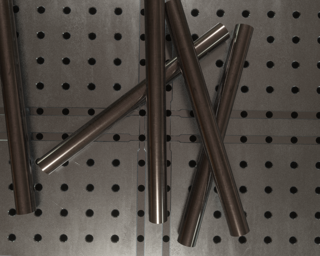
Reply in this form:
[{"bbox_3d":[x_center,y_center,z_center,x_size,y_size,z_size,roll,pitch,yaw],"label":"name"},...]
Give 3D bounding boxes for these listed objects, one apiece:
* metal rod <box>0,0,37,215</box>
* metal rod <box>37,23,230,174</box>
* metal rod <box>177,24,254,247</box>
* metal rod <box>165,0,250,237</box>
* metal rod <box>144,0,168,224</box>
[{"bbox_3d":[-0.194,-0.037,0.410,0.025,0.025,0.298,-7,90,0],"label":"metal rod"},{"bbox_3d":[-0.034,-0.039,0.412,0.301,0.025,0.025,-37,90,-1],"label":"metal rod"},{"bbox_3d":[0.074,0.010,0.414,0.025,0.025,0.298,15,90,-1],"label":"metal rod"},{"bbox_3d":[0.057,-0.012,0.388,0.025,0.025,0.298,-17,90,0],"label":"metal rod"},{"bbox_3d":[-0.005,-0.025,0.392,0.025,0.025,0.298,-1,99,-1],"label":"metal rod"}]
